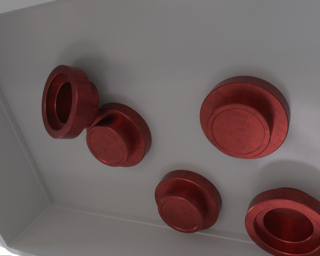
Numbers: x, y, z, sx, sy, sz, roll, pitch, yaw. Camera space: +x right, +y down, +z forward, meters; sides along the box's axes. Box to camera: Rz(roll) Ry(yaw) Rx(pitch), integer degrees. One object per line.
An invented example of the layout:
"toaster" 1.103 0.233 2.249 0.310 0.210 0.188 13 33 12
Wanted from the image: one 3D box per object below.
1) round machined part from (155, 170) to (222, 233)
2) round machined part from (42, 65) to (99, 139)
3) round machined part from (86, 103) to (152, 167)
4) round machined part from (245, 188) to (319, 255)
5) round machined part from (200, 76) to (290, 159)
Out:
"round machined part" 0.036 0.112 0.448 0.098 0.042 0.097 13 124 21
"round machined part" -0.119 -0.033 0.420 0.098 0.042 0.097 -4 84 45
"round machined part" -0.065 0.017 0.442 0.098 0.042 0.097 13 124 21
"round machined part" 0.159 0.113 0.384 0.098 0.042 0.097 13 124 21
"round machined part" 0.091 -0.005 0.347 0.098 0.042 0.097 13 124 21
